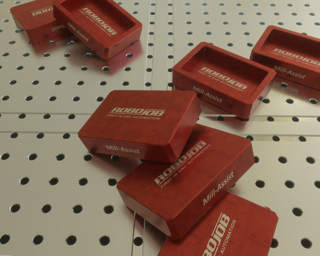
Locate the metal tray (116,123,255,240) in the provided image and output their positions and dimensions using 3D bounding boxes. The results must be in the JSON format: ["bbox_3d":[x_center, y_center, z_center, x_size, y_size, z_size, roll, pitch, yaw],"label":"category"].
[{"bbox_3d":[0.029,0.049,0.340,0.131,0.030,0.090,-37,35,-27],"label":"metal tray"}]

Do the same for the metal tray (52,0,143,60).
[{"bbox_3d":[-0.107,-0.186,0.536,0.130,0.030,0.090,41,60,9],"label":"metal tray"}]

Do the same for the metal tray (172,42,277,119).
[{"bbox_3d":[0.095,-0.076,0.468,0.130,0.030,0.090,29,56,22],"label":"metal tray"}]

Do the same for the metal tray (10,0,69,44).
[{"bbox_3d":[-0.199,-0.212,0.582,0.131,0.030,0.090,-29,56,-22],"label":"metal tray"}]

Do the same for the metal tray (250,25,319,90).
[{"bbox_3d":[0.222,-0.116,0.502,0.130,0.030,0.090,24,54,19],"label":"metal tray"}]

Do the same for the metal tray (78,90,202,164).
[{"bbox_3d":[-0.025,-0.007,0.382,0.130,0.030,0.090,5,47,31],"label":"metal tray"}]

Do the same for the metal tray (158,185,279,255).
[{"bbox_3d":[0.051,0.124,0.301,0.090,0.030,0.130,22,53,17],"label":"metal tray"}]
